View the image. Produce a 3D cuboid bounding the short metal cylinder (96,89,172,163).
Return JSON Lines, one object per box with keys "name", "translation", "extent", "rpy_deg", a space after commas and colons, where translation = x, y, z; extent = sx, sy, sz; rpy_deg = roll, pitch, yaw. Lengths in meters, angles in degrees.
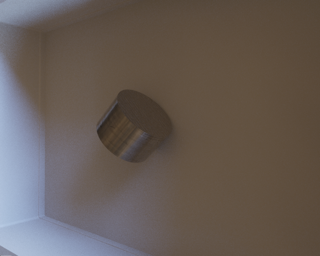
{"name": "short metal cylinder", "translation": [-0.032, -0.003, 0.392], "extent": [0.050, 0.081, 0.080], "rpy_deg": [-49, 62, 29]}
